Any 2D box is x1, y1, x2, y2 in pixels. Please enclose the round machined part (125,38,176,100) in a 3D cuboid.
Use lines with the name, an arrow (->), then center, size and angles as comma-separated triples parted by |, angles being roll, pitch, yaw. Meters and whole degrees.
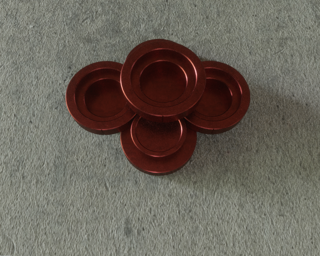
round machined part -> -0.001, -0.084, 0.431 | 0.099, 0.042, 0.098 | 0, 70, -1

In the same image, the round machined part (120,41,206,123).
round machined part -> 0.004, -0.052, 0.374 | 0.099, 0.042, 0.098 | 0, 70, -1

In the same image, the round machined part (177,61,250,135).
round machined part -> 0.066, -0.037, 0.415 | 0.099, 0.042, 0.098 | 0, 70, -1

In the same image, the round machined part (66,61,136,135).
round machined part -> -0.070, -0.036, 0.413 | 0.099, 0.042, 0.098 | 0, 70, -1

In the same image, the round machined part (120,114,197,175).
round machined part -> -0.002, 0.009, 0.397 | 0.099, 0.042, 0.098 | 0, 70, -1
